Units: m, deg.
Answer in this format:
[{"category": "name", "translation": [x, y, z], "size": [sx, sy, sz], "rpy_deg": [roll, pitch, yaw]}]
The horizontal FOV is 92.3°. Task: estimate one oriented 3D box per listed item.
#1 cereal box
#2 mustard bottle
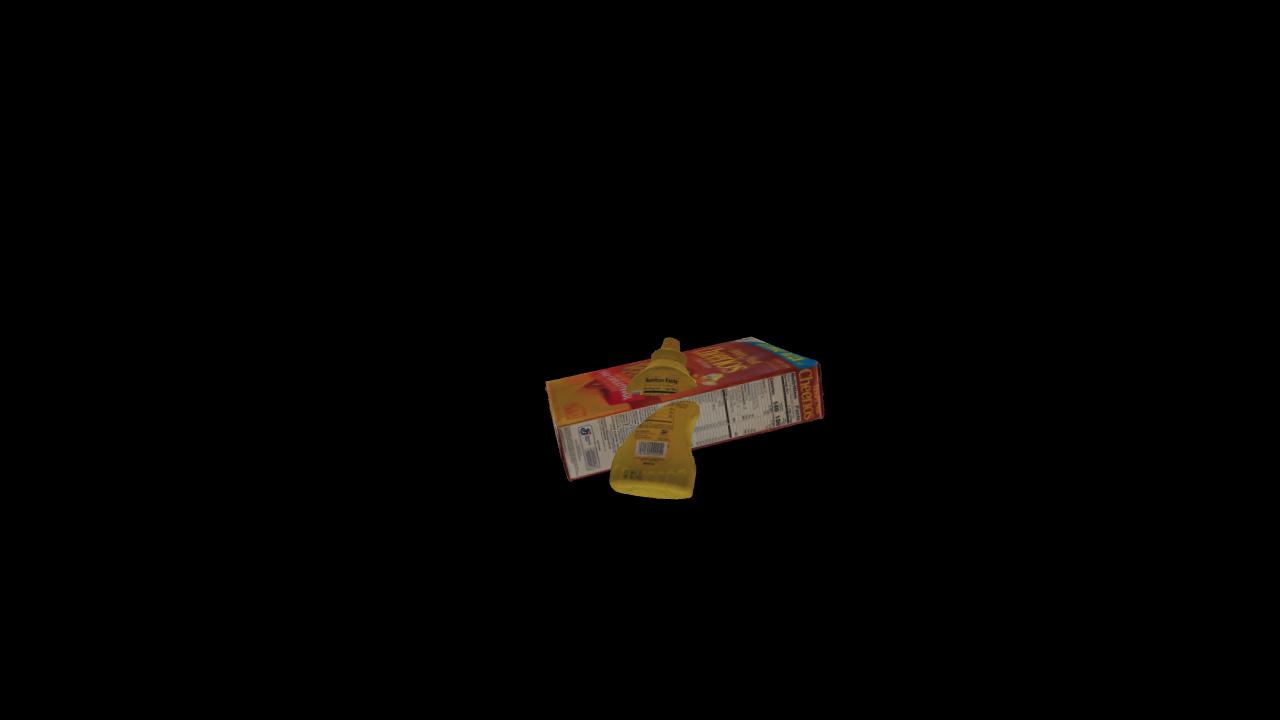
[{"category": "cereal box", "translation": [0.043, 0.047, 0.764], "size": [0.306, 0.081, 0.203], "rpy_deg": [-13, 13, -9]}, {"category": "mustard bottle", "translation": [0.024, 0.057, 0.682], "size": [0.092, 0.184, 0.054], "rpy_deg": [-1, -27, 20]}]
